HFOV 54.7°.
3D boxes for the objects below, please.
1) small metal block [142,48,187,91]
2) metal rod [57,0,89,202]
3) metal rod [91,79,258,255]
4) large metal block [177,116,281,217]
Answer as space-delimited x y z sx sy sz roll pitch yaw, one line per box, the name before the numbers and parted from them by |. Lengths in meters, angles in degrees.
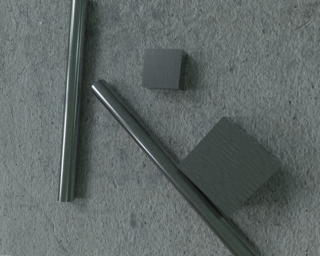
small metal block | 0.006 -0.076 0.406 0.050 0.025 0.050 6 92 19
metal rod | -0.127 -0.043 0.452 0.025 0.025 0.298 5 92 19
metal rod | 0.010 0.048 0.404 0.025 0.025 0.300 -45 77 14
large metal block | 0.082 0.043 0.367 0.080 0.050 0.080 44 103 14
